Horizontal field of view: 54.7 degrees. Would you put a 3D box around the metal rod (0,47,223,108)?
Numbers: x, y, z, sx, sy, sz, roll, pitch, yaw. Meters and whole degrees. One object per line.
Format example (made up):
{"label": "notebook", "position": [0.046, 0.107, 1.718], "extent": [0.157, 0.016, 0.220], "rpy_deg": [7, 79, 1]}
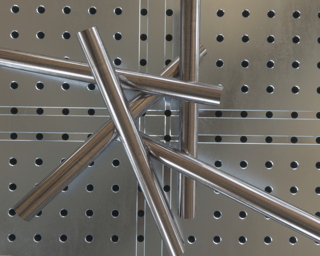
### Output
{"label": "metal rod", "position": [-0.075, -0.066, 0.383], "extent": [0.301, 0.025, 0.025], "rpy_deg": [12, 90, 11]}

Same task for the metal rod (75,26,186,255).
{"label": "metal rod", "position": [-0.028, 0.030, 0.371], "extent": [0.025, 0.025, 0.298], "rpy_deg": [-21, 107, 0]}

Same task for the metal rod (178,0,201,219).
{"label": "metal rod", "position": [0.036, -0.031, 0.391], "extent": [0.025, 0.025, 0.298], "rpy_deg": [0, 99, -1]}

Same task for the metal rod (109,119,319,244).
{"label": "metal rod", "position": [0.060, 0.058, 0.366], "extent": [0.301, 0.025, 0.025], "rpy_deg": [25, 90, 19]}

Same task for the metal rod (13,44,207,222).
{"label": "metal rod", "position": [-0.052, -0.005, 0.384], "extent": [0.301, 0.025, 0.025], "rpy_deg": [-44, 90, -12]}
